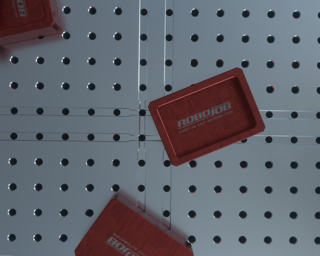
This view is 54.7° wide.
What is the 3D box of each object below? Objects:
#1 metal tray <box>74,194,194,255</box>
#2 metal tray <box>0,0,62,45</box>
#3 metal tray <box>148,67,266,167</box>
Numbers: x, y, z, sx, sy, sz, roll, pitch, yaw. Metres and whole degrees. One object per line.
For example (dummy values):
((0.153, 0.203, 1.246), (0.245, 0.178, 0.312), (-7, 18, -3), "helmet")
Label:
((-0.033, 0.161, 0.411), (0.130, 0.030, 0.090), (35, 90, -1), "metal tray")
((-0.192, -0.184, 0.408), (0.091, 0.030, 0.129), (-13, 90, -1), "metal tray")
((0.060, -0.014, 0.411), (0.131, 0.030, 0.090), (-22, 90, -1), "metal tray")
